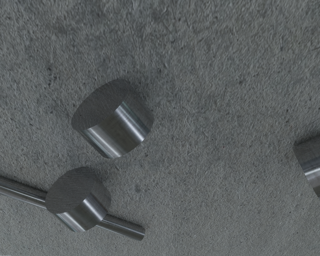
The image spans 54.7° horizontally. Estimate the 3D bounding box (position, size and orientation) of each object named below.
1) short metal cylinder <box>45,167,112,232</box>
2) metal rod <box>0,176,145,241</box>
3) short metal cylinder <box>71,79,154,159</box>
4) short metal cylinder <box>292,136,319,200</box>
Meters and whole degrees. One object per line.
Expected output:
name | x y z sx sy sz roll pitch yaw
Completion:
short metal cylinder | -0.120 0.105 0.460 0.080 0.080 0.050 -17 128 14
metal rod | -0.159 0.134 0.519 0.301 0.025 0.025 27 125 -22
short metal cylinder | -0.055 -0.011 0.361 0.080 0.080 0.050 -25 126 19
short metal cylinder | 0.222 0.052 0.417 0.050 0.080 0.080 -29 125 22
